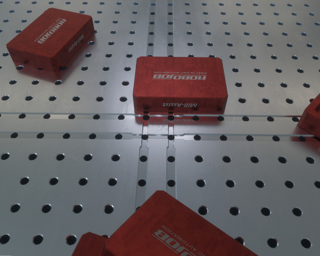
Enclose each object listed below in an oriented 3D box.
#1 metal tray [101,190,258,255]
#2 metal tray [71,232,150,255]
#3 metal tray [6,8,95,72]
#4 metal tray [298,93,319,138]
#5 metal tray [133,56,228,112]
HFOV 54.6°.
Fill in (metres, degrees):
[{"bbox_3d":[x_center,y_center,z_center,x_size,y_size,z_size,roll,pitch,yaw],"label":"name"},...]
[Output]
[{"bbox_3d":[0.025,0.122,0.275,0.130,0.030,0.091,32,36,18],"label":"metal tray"},{"bbox_3d":[-0.027,0.157,0.272,0.130,0.030,0.090,15,52,12],"label":"metal tray"},{"bbox_3d":[-0.184,-0.156,0.535,0.090,0.030,0.130,16,52,13],"label":"metal tray"},{"bbox_3d":[0.266,-0.004,0.408,0.130,0.030,0.090,37,59,26],"label":"metal tray"},{"bbox_3d":[0.029,-0.066,0.461,0.131,0.030,0.090,1,50,1],"label":"metal tray"}]
